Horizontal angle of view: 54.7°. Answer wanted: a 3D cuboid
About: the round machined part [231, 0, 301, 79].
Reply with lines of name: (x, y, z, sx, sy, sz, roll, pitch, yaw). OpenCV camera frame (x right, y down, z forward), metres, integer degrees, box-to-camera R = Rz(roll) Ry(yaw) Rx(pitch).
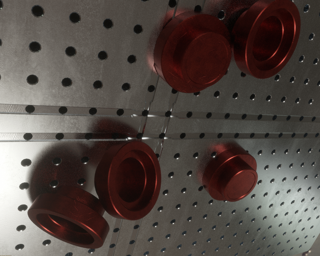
round machined part: (0.130, -0.116, 0.396, 0.099, 0.042, 0.097, -18, 124, -28)

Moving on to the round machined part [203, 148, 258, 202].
round machined part: (0.125, 0.086, 0.524, 0.099, 0.042, 0.097, -14, 124, -21)

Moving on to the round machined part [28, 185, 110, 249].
round machined part: (-0.108, 0.108, 0.387, 0.098, 0.042, 0.097, 13, 140, 11)

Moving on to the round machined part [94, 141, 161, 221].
round machined part: (-0.045, 0.066, 0.397, 0.099, 0.042, 0.097, 9, 78, -52)

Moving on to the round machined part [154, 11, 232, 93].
round machined part: (0.046, -0.086, 0.374, 0.099, 0.042, 0.097, -14, 125, -21)
